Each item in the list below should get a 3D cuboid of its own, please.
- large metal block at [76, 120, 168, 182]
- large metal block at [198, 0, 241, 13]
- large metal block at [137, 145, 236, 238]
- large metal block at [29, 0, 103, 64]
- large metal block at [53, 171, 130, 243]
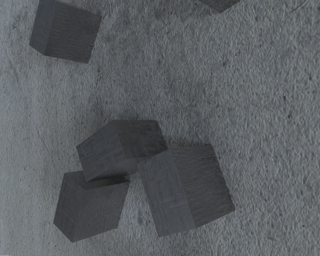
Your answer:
[{"bbox_3d":[-0.049,0.030,0.409,0.080,0.081,0.050,-32,70,35],"label":"large metal block"},{"bbox_3d":[0.074,-0.185,0.327,0.080,0.050,0.080,-25,75,37],"label":"large metal block"},{"bbox_3d":[0.030,0.066,0.344,0.050,0.081,0.080,-29,72,36],"label":"large metal block"},{"bbox_3d":[-0.150,-0.155,0.493,0.050,0.081,0.079,34,111,35],"label":"large metal block"},{"bbox_3d":[-0.099,0.108,0.451,0.050,0.081,0.079,26,107,37],"label":"large metal block"}]
